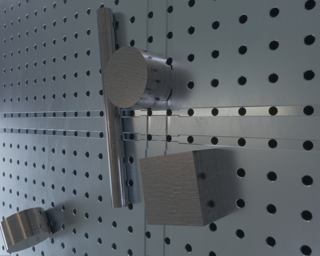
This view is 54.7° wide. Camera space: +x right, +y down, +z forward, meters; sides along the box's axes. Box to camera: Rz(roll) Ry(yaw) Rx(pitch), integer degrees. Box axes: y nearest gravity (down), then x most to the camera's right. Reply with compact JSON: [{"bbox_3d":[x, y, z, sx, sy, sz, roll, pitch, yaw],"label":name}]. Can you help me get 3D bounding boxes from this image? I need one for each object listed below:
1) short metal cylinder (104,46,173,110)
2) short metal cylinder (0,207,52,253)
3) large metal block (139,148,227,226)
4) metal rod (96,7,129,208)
[{"bbox_3d":[-0.030,-0.065,0.418,0.080,0.050,0.079,0,90,40],"label":"short metal cylinder"},{"bbox_3d":[-0.250,0.191,0.580,0.080,0.081,0.050,-43,64,31],"label":"short metal cylinder"},{"bbox_3d":[0.026,0.070,0.372,0.080,0.050,0.080,-13,82,39],"label":"large metal block"},{"bbox_3d":[-0.072,-0.033,0.468,0.025,0.025,0.298,-9,84,39],"label":"metal rod"}]
